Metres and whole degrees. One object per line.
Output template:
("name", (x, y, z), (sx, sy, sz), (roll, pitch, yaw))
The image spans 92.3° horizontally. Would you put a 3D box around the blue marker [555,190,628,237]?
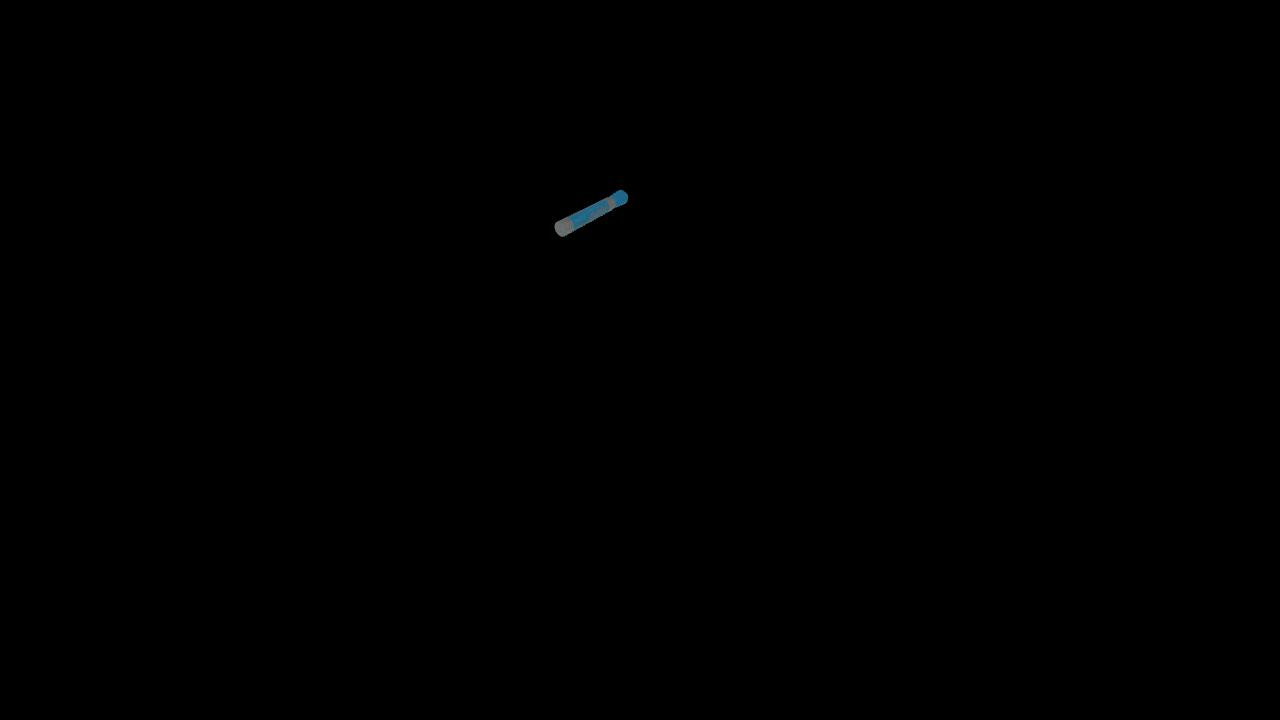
("blue marker", (-0.056, -0.183, 0.757), (0.020, 0.020, 0.121), (0, 30, 46))
